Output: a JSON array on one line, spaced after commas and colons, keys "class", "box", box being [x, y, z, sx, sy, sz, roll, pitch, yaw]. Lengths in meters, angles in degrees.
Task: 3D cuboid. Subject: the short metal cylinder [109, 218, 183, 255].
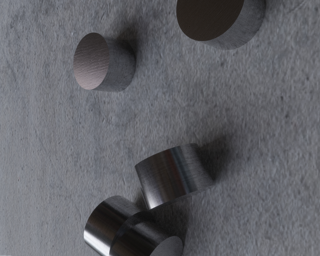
[{"class": "short metal cylinder", "box": [-0.016, 0.159, 0.381, 0.050, 0.081, 0.079, 19, 102, 38]}]

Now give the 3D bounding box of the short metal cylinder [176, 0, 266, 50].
[{"class": "short metal cylinder", "box": [0.065, -0.129, 0.334, 0.080, 0.050, 0.079, 0, 90, 39]}]

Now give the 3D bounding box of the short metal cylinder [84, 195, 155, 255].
[{"class": "short metal cylinder", "box": [-0.052, 0.137, 0.410, 0.050, 0.081, 0.079, 19, 102, 38]}]

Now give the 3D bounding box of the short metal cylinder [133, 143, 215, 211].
[{"class": "short metal cylinder", "box": [0.016, 0.057, 0.355, 0.080, 0.081, 0.050, -33, 70, 35]}]

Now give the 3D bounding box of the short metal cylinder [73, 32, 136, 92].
[{"class": "short metal cylinder", "box": [-0.082, -0.094, 0.454, 0.080, 0.050, 0.079, 0, 90, 39]}]
